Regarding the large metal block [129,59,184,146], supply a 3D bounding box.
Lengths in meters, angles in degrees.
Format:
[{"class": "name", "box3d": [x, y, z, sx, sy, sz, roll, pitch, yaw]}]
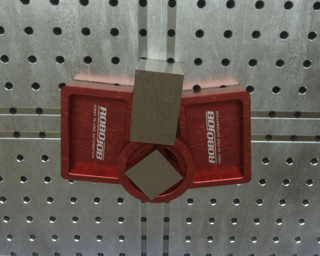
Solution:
[{"class": "large metal block", "box3d": [-0.005, -0.034, 0.367, 0.050, 0.080, 0.079, 6, 110, -2]}]

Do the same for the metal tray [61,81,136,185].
[{"class": "metal tray", "box3d": [-0.081, 0.008, 0.409, 0.091, 0.030, 0.129, 6, 110, -3]}]

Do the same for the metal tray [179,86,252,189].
[{"class": "metal tray", "box3d": [0.072, 0.014, 0.412, 0.091, 0.030, 0.129, -6, 110, 2]}]

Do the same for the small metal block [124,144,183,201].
[{"class": "small metal block", "box3d": [-0.007, 0.053, 0.384, 0.050, 0.025, 0.050, -37, 106, 12]}]

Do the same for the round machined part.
[{"class": "round machined part", "box3d": [-0.004, 0.046, 0.407, 0.099, 0.042, 0.097, 0, 110, 0]}]
